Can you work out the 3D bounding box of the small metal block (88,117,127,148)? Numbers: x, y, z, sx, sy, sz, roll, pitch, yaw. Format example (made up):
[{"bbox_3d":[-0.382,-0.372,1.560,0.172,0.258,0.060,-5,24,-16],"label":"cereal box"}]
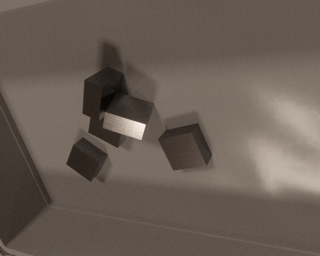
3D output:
[{"bbox_3d":[-0.071,-0.007,0.440,0.050,0.025,0.050,27,128,11],"label":"small metal block"}]

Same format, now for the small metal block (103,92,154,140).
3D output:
[{"bbox_3d":[-0.039,-0.016,0.395,0.050,0.050,0.025,17,127,0],"label":"small metal block"}]

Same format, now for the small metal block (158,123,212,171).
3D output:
[{"bbox_3d":[0.033,0.026,0.406,0.050,0.025,0.050,-13,112,33],"label":"small metal block"}]

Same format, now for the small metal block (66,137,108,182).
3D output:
[{"bbox_3d":[-0.118,0.051,0.500,0.050,0.025,0.050,35,129,4],"label":"small metal block"}]

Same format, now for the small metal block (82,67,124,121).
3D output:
[{"bbox_3d":[-0.074,-0.045,0.402,0.025,0.050,0.050,24,127,14],"label":"small metal block"}]
